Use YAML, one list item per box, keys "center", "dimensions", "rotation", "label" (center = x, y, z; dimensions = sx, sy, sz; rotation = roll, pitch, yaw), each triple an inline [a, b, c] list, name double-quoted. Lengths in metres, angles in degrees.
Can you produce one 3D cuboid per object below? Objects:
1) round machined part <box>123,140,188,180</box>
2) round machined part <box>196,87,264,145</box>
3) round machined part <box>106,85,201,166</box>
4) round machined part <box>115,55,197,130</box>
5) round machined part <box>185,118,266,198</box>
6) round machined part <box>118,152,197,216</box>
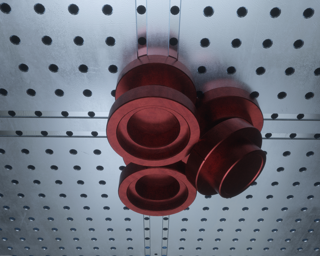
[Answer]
- center: [-0.004, 0.041, 0.436]
  dimensions: [0.099, 0.042, 0.097]
  rotation: [0, 130, 0]
  label: "round machined part"
- center: [0.084, -0.001, 0.401]
  dimensions: [0.099, 0.042, 0.097]
  rotation: [0, 130, 0]
  label: "round machined part"
- center: [-0.007, -0.006, 0.339]
  dimensions: [0.099, 0.042, 0.097]
  rotation: [0, 130, 0]
  label: "round machined part"
- center: [-0.005, -0.034, 0.372]
  dimensions: [0.099, 0.042, 0.097]
  rotation: [0, 130, 0]
  label: "round machined part"
- center: [0.081, 0.041, 0.352]
  dimensions: [0.099, 0.042, 0.097]
  rotation: [-22, 134, -24]
  label: "round machined part"
- center: [-0.003, 0.069, 0.403]
  dimensions: [0.099, 0.042, 0.097]
  rotation: [0, 130, 0]
  label: "round machined part"
